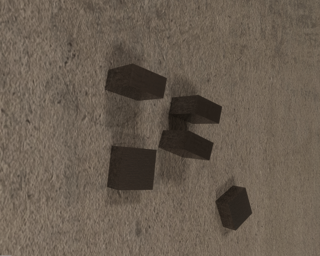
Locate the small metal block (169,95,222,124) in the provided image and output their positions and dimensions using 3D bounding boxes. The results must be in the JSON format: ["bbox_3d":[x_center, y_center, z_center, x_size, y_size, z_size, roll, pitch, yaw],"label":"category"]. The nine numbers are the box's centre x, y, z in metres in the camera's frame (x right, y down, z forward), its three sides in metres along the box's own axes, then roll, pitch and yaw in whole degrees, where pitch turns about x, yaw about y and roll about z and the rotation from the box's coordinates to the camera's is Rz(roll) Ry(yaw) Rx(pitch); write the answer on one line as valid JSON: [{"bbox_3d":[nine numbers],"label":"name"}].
[{"bbox_3d":[0.049,-0.024,0.432,0.050,0.050,0.025,20,78,-39],"label":"small metal block"}]

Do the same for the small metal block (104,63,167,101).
[{"bbox_3d":[-0.029,-0.052,0.366,0.050,0.050,0.025,16,80,-39],"label":"small metal block"}]

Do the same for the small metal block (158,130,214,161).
[{"bbox_3d":[0.035,0.023,0.420,0.050,0.050,0.025,25,74,-38],"label":"small metal block"}]

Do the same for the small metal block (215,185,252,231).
[{"bbox_3d":[0.123,0.131,0.511,0.050,0.025,0.050,-29,109,-36],"label":"small metal block"}]

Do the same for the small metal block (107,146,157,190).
[{"bbox_3d":[-0.034,0.049,0.378,0.050,0.025,0.050,9,84,-40],"label":"small metal block"}]
